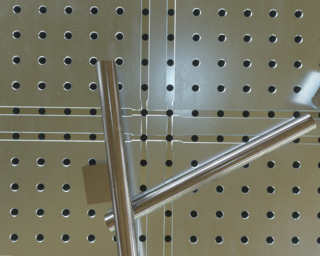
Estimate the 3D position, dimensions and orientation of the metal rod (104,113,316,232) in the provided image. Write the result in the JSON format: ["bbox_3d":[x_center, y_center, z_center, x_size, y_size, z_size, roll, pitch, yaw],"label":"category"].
[{"bbox_3d":[0.066,0.059,0.413,0.301,0.025,0.025,-27,90,0],"label":"metal rod"}]

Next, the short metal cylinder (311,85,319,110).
[{"bbox_3d":[0.242,-0.040,0.388,0.080,0.080,0.050,32,90,0],"label":"short metal cylinder"}]

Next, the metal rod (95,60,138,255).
[{"bbox_3d":[-0.051,0.066,0.387,0.025,0.025,0.298,-7,89,0],"label":"metal rod"}]

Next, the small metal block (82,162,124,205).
[{"bbox_3d":[-0.073,0.071,0.413,0.050,0.025,0.050,-8,90,0],"label":"small metal block"}]
